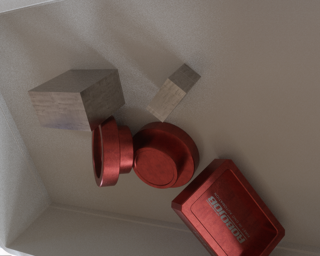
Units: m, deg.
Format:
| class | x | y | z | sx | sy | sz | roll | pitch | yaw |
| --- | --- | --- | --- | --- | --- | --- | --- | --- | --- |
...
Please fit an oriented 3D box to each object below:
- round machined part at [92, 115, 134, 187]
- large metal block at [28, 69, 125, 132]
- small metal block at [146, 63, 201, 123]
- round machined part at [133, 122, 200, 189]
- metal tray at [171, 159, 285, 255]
| class | x | y | z | sx | sy | sz | roll | pitch | yaw |
| --- | --- | --- | --- | --- | --- | --- | --- | --- | --- |
| round machined part | -0.065 | 0.030 | 0.426 | 0.042 | 0.098 | 0.097 | -2 | 129 | -21 |
| large metal block | -0.104 | -0.039 | 0.402 | 0.080 | 0.080 | 0.050 | 4 | 120 | 25 |
| small metal block | 0.016 | -0.041 | 0.358 | 0.025 | 0.050 | 0.050 | 40 | 129 | 1 |
| round machined part | 0.001 | 0.044 | 0.423 | 0.098 | 0.042 | 0.097 | 13 | 124 | 20 |
| metal tray | 0.088 | 0.114 | 0.389 | 0.130 | 0.090 | 0.030 | 52 | 161 | -9 |
